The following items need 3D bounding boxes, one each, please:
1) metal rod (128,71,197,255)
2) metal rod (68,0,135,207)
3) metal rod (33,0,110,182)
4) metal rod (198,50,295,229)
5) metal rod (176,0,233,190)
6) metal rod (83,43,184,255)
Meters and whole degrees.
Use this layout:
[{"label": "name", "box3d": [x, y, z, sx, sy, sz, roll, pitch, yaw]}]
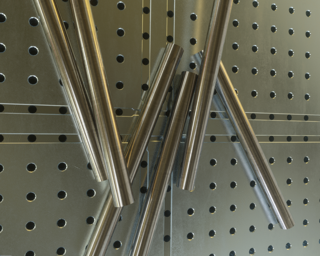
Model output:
[{"label": "metal rod", "box3d": [0.000, 0.069, 0.412, 0.025, 0.025, 0.299, 18, 84, -19]}, {"label": "metal rod", "box3d": [-0.075, -0.056, 0.370, 0.025, 0.025, 0.299, -13, 89, -20]}, {"label": "metal rod", "box3d": [-0.112, -0.079, 0.370, 0.025, 0.025, 0.299, -20, 97, -19]}, {"label": "metal rod", "box3d": [0.132, 0.020, 0.460, 0.025, 0.025, 0.299, -30, 100, -17]}, {"label": "metal rod", "box3d": [0.063, -0.065, 0.414, 0.025, 0.025, 0.298, 10, 95, -20]}, {"label": "metal rod", "box3d": [-0.032, 0.030, 0.400, 0.025, 0.025, 0.299, 23, 82, -19]}]
